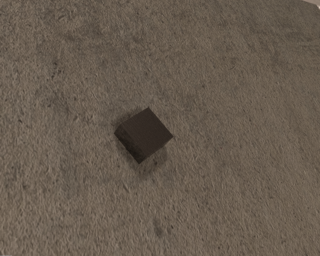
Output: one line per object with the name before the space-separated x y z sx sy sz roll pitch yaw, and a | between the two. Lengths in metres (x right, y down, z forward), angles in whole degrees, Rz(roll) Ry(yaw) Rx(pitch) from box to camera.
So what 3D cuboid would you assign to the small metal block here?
small metal block | -0.020 0.009 0.389 0.050 0.025 0.050 -35 82 -39
